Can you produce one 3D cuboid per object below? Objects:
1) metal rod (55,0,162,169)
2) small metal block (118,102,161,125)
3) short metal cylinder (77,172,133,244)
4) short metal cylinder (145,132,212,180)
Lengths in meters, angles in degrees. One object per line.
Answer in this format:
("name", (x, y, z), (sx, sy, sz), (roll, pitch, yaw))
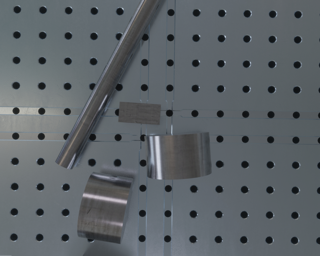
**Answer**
("metal rod", (-0.058, -0.083, 0.412), (0.025, 0.025, 0.299), (28, 90, 0))
("small metal block", (-0.025, -0.018, 0.401), (0.050, 0.050, 0.025), (4, 90, 0))
("short metal cylinder", (-0.066, 0.098, 0.385), (0.050, 0.080, 0.080), (10, 90, 0))
("short metal cylinder", (0.022, 0.032, 0.386), (0.081, 0.080, 0.050), (-4, 90, 0))
